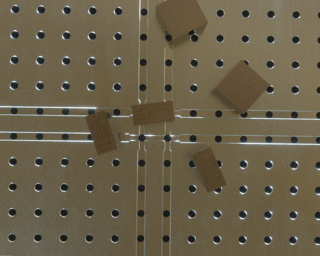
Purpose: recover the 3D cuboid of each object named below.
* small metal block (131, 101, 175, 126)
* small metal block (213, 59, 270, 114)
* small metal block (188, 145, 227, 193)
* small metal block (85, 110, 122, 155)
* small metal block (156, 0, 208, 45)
[{"bbox_3d":[-0.008,-0.018,0.401,0.050,0.050,0.025,-7,90,0],"label":"small metal block"},{"bbox_3d":[0.108,-0.054,0.415,0.050,0.025,0.050,42,90,-1],"label":"small metal block"},{"bbox_3d":[0.060,0.051,0.402,0.025,0.050,0.050,-23,90,0],"label":"small metal block"},{"bbox_3d":[-0.071,0.006,0.400,0.025,0.050,0.050,-19,90,0],"label":"small metal block"},{"bbox_3d":[0.028,-0.148,0.414,0.050,0.025,0.050,-28,90,-1],"label":"small metal block"}]
